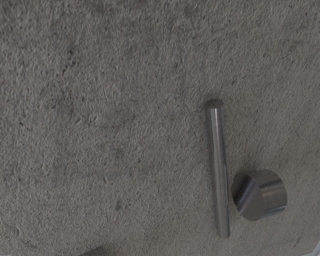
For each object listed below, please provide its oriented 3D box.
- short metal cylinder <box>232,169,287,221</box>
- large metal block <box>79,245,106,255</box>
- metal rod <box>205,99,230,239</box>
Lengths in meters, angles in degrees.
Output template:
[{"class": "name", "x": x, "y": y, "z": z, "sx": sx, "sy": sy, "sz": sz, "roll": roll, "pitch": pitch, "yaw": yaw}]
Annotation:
[{"class": "short metal cylinder", "x": 0.170, "y": 0.115, "z": 0.535, "sx": 0.050, "sy": 0.080, "sz": 0.079, "roll": -7, "pitch": 122, "yaw": -25}, {"class": "large metal block", "x": -0.112, "y": 0.242, "z": 0.479, "sx": 0.081, "sy": 0.050, "sz": 0.079, "roll": -21, "pitch": 126, "yaw": -16}, {"class": "metal rod", "x": 0.099, "y": 0.085, "z": 0.513, "sx": 0.025, "sy": 0.025, "sz": 0.298, "roll": -23, "pitch": 127, "yaw": -15}]
